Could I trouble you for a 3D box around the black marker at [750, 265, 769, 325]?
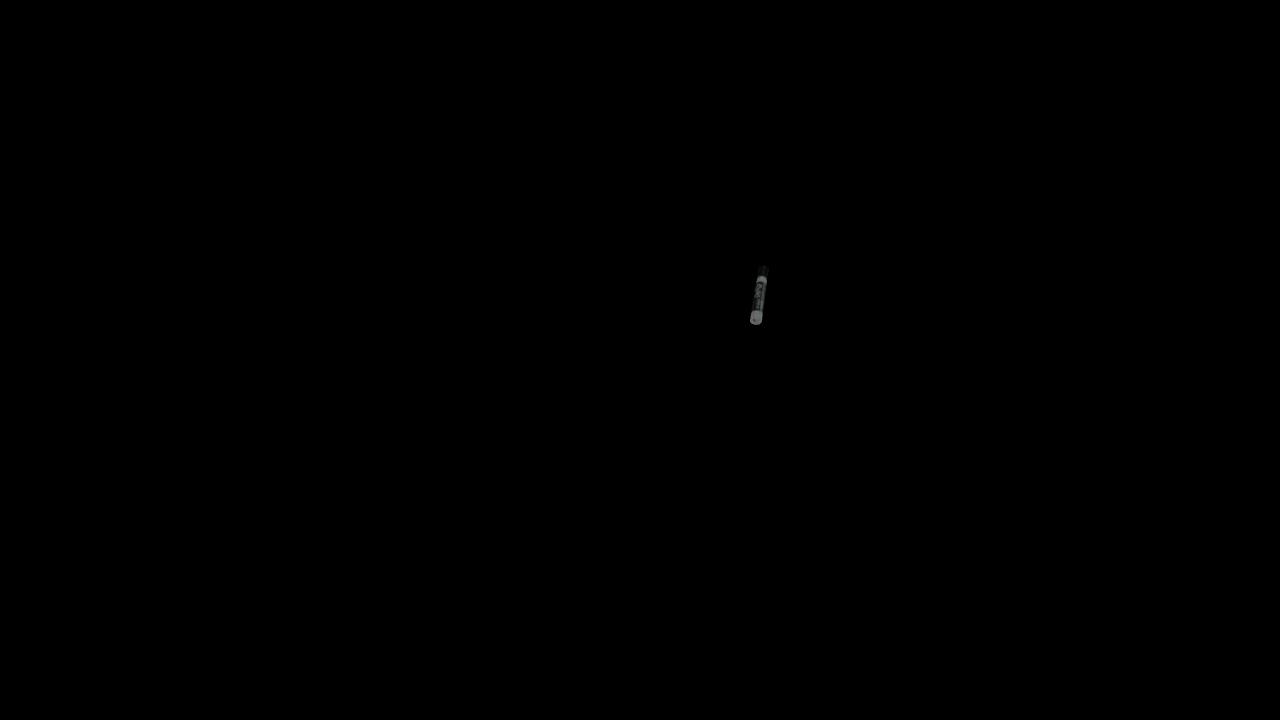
[{"bbox_3d":[0.195,-0.108,0.999,0.020,0.121,0.020,10,-35,7],"label":"black marker"}]
